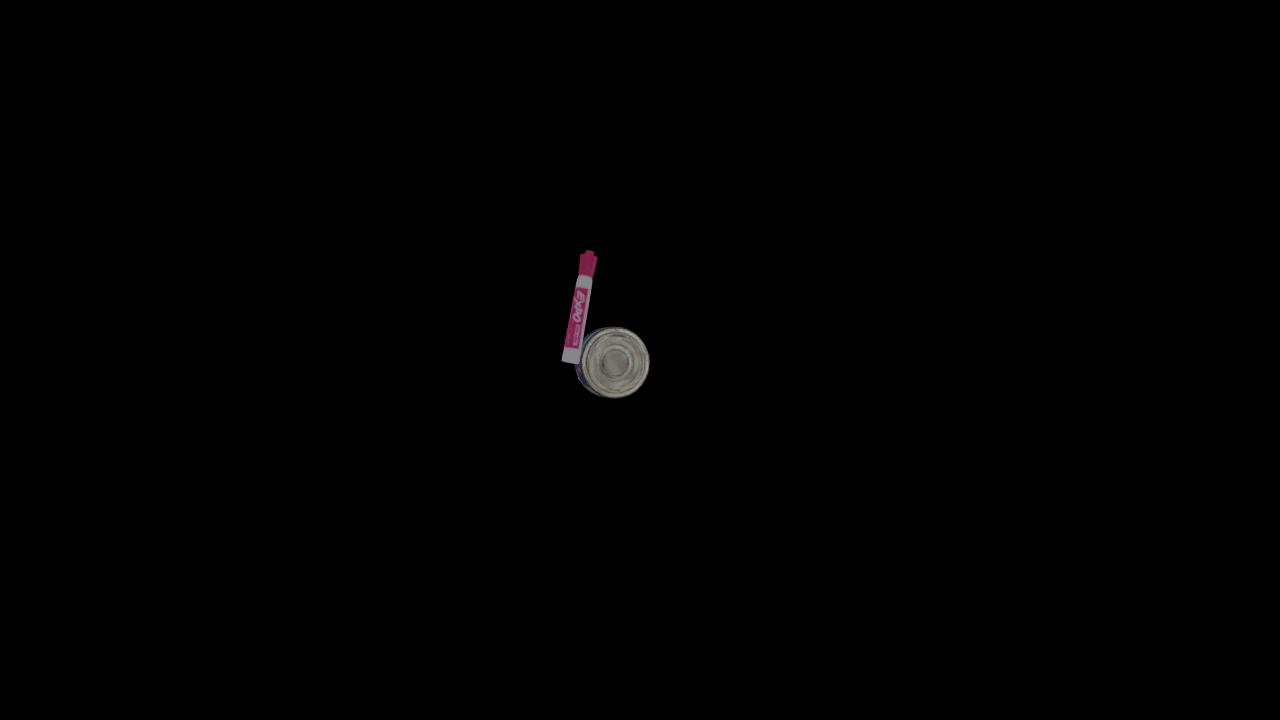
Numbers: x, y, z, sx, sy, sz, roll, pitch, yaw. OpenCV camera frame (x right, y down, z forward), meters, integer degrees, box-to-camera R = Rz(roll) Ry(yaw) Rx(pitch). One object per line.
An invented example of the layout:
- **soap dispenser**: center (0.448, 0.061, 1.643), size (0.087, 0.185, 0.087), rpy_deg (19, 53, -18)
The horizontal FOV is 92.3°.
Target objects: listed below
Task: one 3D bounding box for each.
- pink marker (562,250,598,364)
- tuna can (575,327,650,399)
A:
- **pink marker**: center (-0.063, -0.056, 0.649), size (0.020, 0.121, 0.020), rpy_deg (10, -5, 1)
- **tuna can**: center (-0.032, 0.003, 0.715), size (0.084, 0.084, 0.034), rpy_deg (0, 0, -17)
